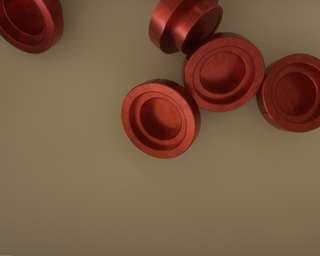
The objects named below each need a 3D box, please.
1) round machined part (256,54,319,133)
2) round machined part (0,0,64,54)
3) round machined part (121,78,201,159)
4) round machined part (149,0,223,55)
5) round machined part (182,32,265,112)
[{"bbox_3d":[0.171,-0.043,0.402,0.099,0.042,0.097,0,91,-7],"label":"round machined part"},{"bbox_3d":[-0.162,-0.146,0.383,0.098,0.097,0.042,29,46,-1],"label":"round machined part"},{"bbox_3d":[0.005,-0.014,0.388,0.098,0.042,0.097,10,115,22],"label":"round machined part"},{"bbox_3d":[0.037,-0.128,0.372,0.098,0.098,0.042,-44,74,0],"label":"round machined part"},{"bbox_3d":[0.076,-0.072,0.390,0.099,0.042,0.097,-2,122,-3],"label":"round machined part"}]
